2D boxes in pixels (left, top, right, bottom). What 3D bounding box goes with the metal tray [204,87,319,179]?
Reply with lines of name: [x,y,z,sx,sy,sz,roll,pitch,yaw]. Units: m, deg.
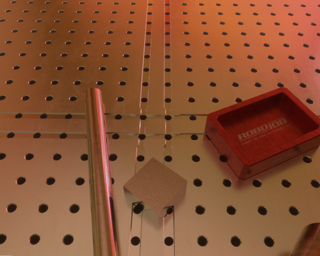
metal tray: [0.137,0.002,0.404,0.131,0.030,0.090,-20,53,-17]

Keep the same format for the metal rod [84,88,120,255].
metal rod: [-0.068,0.064,0.352,0.025,0.025,0.300,-8,51,-7]

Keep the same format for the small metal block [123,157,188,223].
small metal block: [-0.005,0.069,0.350,0.050,0.025,0.050,33,57,24]

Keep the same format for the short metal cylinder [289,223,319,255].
short metal cylinder: [0.153,0.129,0.266,0.080,0.080,0.050,31,57,23]
